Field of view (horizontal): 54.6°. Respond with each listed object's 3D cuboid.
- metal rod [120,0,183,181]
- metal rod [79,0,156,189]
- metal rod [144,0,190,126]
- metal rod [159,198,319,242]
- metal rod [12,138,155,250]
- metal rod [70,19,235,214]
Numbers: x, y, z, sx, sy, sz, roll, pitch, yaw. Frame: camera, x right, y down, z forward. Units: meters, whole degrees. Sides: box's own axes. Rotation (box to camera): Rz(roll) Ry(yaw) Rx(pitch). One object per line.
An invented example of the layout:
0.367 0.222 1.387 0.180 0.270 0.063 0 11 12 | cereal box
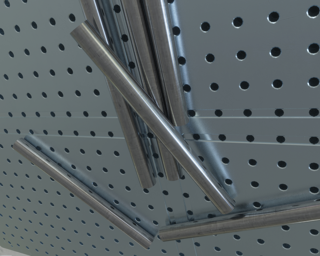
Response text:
-0.012 -0.063 0.378 0.025 0.025 0.298 1 119 28 | metal rod
-0.054 -0.046 0.411 0.025 0.025 0.299 -1 118 29 | metal rod
-0.005 -0.139 0.328 0.025 0.025 0.298 2 119 27 | metal rod
0.118 0.129 0.428 0.299 0.025 0.025 -23 106 36 | metal rod
-0.138 0.116 0.556 0.300 0.025 0.025 36 129 4 | metal rod
0.003 0.001 0.380 0.025 0.025 0.300 -24 115 37 | metal rod
